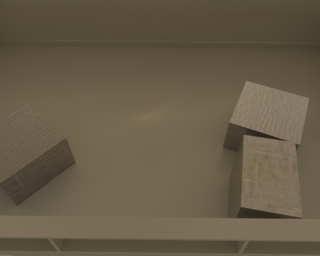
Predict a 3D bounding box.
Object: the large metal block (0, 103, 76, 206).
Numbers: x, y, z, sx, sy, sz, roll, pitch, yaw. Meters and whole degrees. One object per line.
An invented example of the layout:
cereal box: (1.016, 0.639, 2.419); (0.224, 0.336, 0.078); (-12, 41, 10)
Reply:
large metal block: (-0.162, 0.028, 0.364); (0.080, 0.050, 0.080); (36, 59, 26)

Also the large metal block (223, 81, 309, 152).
large metal block: (0.134, -0.006, 0.395); (0.080, 0.050, 0.080); (19, 53, 15)

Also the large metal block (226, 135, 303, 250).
large metal block: (0.101, 0.066, 0.314); (0.050, 0.080, 0.080); (9, 51, 7)
